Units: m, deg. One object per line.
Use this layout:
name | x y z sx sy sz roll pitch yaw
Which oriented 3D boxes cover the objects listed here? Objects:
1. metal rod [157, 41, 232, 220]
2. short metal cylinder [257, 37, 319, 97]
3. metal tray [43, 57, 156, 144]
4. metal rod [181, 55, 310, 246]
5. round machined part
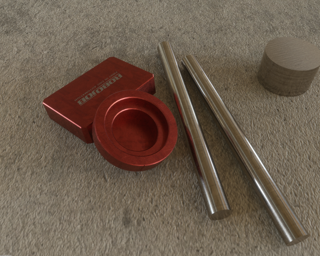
metal rod | 0.036 -0.021 0.421 0.025 0.025 0.300 -8 51 -7
short metal cylinder | 0.193 -0.093 0.467 0.081 0.050 0.080 0 50 0
metal tray | -0.081 -0.044 0.430 0.090 0.030 0.131 29 55 30
metal rod | 0.092 0.003 0.401 0.025 0.025 0.300 -14 51 -12
round machined part | -0.032 0.006 0.373 0.099 0.042 0.098 9 61 -16
